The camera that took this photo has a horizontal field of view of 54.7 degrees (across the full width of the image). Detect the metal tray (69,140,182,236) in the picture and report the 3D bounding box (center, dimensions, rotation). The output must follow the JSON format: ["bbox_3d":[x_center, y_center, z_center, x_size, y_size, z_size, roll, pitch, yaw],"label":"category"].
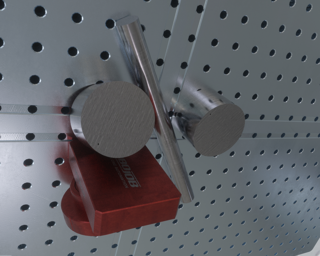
[{"bbox_3d":[-0.045,0.055,0.352,0.091,0.130,0.030,-5,121,-26],"label":"metal tray"}]

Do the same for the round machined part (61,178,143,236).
[{"bbox_3d":[-0.070,0.079,0.375,0.099,0.098,0.042,-16,118,-20],"label":"round machined part"}]

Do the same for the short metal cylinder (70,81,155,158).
[{"bbox_3d":[-0.053,-0.011,0.341,0.081,0.050,0.079,-3,96,-28],"label":"short metal cylinder"}]

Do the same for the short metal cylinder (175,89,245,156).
[{"bbox_3d":[0.069,-0.008,0.428,0.081,0.050,0.079,-14,124,-21],"label":"short metal cylinder"}]

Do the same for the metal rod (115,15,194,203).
[{"bbox_3d":[0.004,0.000,0.413,0.025,0.025,0.299,-28,128,-11],"label":"metal rod"}]
